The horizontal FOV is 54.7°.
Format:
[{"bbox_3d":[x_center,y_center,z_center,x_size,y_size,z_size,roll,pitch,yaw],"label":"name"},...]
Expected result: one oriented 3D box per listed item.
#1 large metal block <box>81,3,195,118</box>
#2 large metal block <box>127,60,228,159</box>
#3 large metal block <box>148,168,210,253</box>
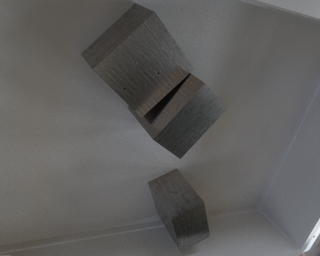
[{"bbox_3d":[-0.023,-0.072,0.336,0.080,0.050,0.080,-43,130,1],"label":"large metal block"},{"bbox_3d":[0.018,-0.024,0.370,0.080,0.080,0.050,-48,129,5],"label":"large metal block"},{"bbox_3d":[0.028,0.122,0.466,0.050,0.080,0.080,-24,128,-14],"label":"large metal block"}]
